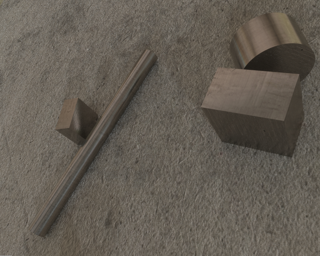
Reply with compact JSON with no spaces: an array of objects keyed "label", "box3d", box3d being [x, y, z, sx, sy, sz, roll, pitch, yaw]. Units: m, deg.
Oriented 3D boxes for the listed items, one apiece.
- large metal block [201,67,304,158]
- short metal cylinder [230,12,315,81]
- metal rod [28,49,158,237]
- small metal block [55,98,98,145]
[{"label":"large metal block","box3d":[0.100,-0.016,0.326,0.080,0.080,0.050,13,68,33]},{"label":"short metal cylinder","box3d":[0.125,-0.082,0.353,0.080,0.080,0.050,-19,54,17]},{"label":"metal rod","box3d":[-0.088,0.011,0.442,0.025,0.025,0.300,20,72,35]},{"label":"small metal block","box3d":[-0.121,-0.009,0.457,0.025,0.050,0.050,-7,59,25]}]
